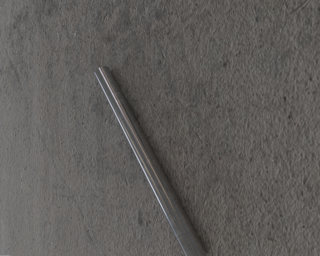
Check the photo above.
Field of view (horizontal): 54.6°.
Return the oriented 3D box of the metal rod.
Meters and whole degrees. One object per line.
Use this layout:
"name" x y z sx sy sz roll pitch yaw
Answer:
"metal rod" -0.022 0.034 0.424 0.025 0.025 0.299 -43 64 31
